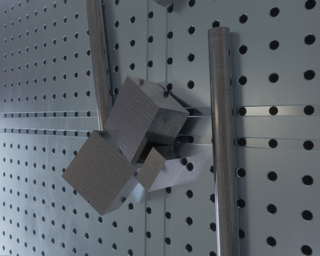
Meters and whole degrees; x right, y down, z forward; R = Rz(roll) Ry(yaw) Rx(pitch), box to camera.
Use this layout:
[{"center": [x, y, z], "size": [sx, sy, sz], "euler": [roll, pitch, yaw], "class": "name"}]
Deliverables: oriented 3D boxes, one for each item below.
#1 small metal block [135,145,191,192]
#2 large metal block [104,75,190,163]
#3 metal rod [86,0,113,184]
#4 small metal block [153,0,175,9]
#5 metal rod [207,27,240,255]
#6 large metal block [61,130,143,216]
[{"center": [0.005, 0.050, 0.390], "size": [0.025, 0.050, 0.050], "euler": [43, 116, 31], "class": "small metal block"}, {"center": [-0.020, -0.010, 0.401], "size": [0.080, 0.050, 0.080], "euler": [48, 119, 41], "class": "large metal block"}, {"center": [-0.089, -0.065, 0.483], "size": [0.025, 0.025, 0.298], "euler": [-12, 83, 39], "class": "metal rod"}, {"center": [0.003, -0.194, 0.407], "size": [0.050, 0.025, 0.050], "euler": [48, 118, 29], "class": "small metal block"}, {"center": [0.073, 0.038, 0.349], "size": [0.025, 0.025, 0.298], "euler": [-4, 88, 40], "class": "metal rod"}, {"center": [-0.074, 0.060, 0.430], "size": [0.080, 0.050, 0.080], "euler": [39, 99, 17], "class": "large metal block"}]
